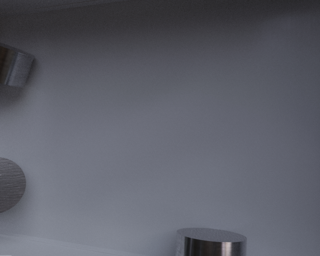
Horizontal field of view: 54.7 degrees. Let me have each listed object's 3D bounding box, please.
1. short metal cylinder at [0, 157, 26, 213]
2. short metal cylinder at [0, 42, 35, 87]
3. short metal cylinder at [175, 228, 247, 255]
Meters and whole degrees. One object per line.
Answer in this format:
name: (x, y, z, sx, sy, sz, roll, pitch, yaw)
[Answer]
short metal cylinder: (-0.244, 0.084, 0.461, 0.081, 0.050, 0.080, 4, 81, -24)
short metal cylinder: (-0.238, -0.099, 0.465, 0.080, 0.080, 0.050, 24, 98, 18)
short metal cylinder: (0.058, 0.148, 0.357, 0.080, 0.080, 0.050, 1, 81, 20)
